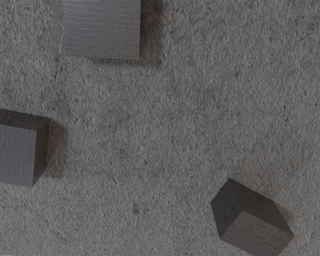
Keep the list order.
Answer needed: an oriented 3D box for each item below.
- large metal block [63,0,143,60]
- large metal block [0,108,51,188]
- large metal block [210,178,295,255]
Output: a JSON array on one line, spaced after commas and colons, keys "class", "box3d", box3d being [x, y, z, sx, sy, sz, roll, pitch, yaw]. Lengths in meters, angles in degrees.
[{"class": "large metal block", "box3d": [-0.061, -0.123, 0.350, 0.081, 0.050, 0.079, 3, 110, -1]}, {"class": "large metal block", "box3d": [-0.195, 0.024, 0.403, 0.081, 0.050, 0.079, 11, 110, -4]}, {"class": "large metal block", "box3d": [0.123, 0.125, 0.427, 0.080, 0.080, 0.050, 28, 108, -10]}]
